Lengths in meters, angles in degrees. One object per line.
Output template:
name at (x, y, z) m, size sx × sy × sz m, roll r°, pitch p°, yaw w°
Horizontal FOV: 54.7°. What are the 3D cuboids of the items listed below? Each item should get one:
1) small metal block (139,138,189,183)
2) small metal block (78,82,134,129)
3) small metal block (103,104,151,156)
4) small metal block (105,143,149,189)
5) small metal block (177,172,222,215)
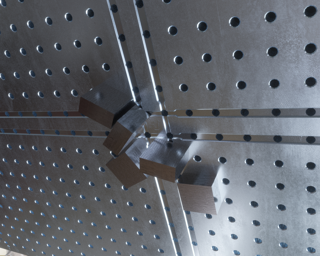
small metal block at (0.007, 0.042, 0.416) m, size 0.050 × 0.050 × 0.025 m, roll 14°, pitch 124°, yaw 20°
small metal block at (-0.071, -0.031, 0.412) m, size 0.050 × 0.050 × 0.025 m, roll 28°, pitch 128°, yaw 10°
small metal block at (-0.045, 0.002, 0.419) m, size 0.025 × 0.050 × 0.050 m, roll 39°, pitch 129°, yaw 2°
small metal block at (-0.046, 0.058, 0.470) m, size 0.050 × 0.025 × 0.050 m, roll -33°, pitch 100°, yaw 38°
small metal block at (0.056, 0.092, 0.438) m, size 0.050 × 0.025 × 0.050 m, roll 0°, pitch 119°, yaw 27°
